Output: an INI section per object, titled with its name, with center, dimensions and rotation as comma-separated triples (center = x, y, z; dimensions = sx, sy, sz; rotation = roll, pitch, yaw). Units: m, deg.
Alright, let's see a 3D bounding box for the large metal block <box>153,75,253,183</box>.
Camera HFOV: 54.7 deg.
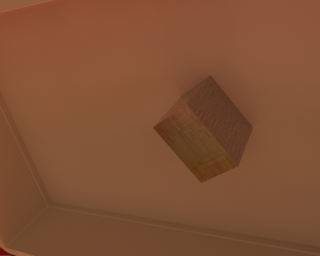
[large metal block]
center = 0.051, -0.001, 0.345
dimensions = 0.050, 0.080, 0.080
rotation = -35, 99, 38
